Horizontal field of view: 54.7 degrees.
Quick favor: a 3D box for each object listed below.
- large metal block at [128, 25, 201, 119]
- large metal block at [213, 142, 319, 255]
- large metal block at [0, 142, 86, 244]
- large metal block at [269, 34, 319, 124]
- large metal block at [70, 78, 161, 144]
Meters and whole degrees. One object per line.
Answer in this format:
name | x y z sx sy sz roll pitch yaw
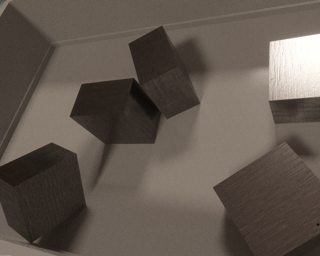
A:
large metal block | 0.006 -0.072 0.410 0.050 0.080 0.080 -26 53 12
large metal block | 0.109 0.074 0.287 0.080 0.050 0.080 -34 52 5
large metal block | -0.144 0.075 0.377 0.050 0.079 0.081 17 32 34
large metal block | 0.164 -0.053 0.336 0.080 0.050 0.080 -3 60 26
large metal block | -0.055 -0.018 0.409 0.080 0.080 0.050 -2 61 27
